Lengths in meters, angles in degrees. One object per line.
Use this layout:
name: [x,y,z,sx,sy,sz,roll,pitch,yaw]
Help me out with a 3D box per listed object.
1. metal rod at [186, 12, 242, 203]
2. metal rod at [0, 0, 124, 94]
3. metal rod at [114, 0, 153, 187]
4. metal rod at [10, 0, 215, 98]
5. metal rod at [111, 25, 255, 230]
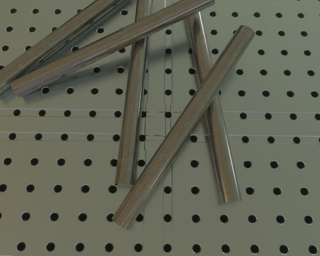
metal rod: [0.069,-0.048,0.430,0.025,0.025,0.299,-7,70,-3]
metal rod: [-0.128,-0.152,0.465,0.025,0.025,0.301,43,75,14]
metal rod: [-0.033,-0.069,0.436,0.025,0.025,0.299,4,70,1]
metal rod: [-0.064,-0.119,0.432,0.301,0.025,0.025,-26,72,-1]
metal rod: [0.035,-0.008,0.395,0.025,0.025,0.300,32,80,10]
